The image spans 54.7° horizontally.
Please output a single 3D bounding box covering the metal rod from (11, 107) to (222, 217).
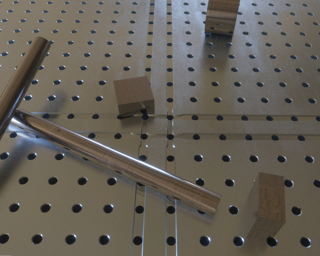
[{"bbox_3d":[-0.071,0.032,0.379,0.301,0.025,0.025,21,53,17],"label":"metal rod"}]

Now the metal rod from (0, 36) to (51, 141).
[{"bbox_3d":[-0.202,0.000,0.378,0.025,0.025,0.300,9,59,7],"label":"metal rod"}]

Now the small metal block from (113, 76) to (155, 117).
[{"bbox_3d":[-0.038,-0.046,0.446,0.050,0.025,0.050,-10,51,-8],"label":"small metal block"}]

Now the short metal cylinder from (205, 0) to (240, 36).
[{"bbox_3d":[0.111,-0.207,0.546,0.050,0.080,0.080,11,51,9],"label":"short metal cylinder"}]

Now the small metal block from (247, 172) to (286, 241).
[{"bbox_3d":[0.110,0.082,0.323,0.025,0.050,0.050,10,51,8],"label":"small metal block"}]
